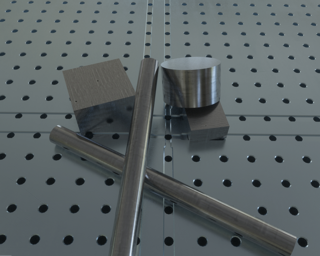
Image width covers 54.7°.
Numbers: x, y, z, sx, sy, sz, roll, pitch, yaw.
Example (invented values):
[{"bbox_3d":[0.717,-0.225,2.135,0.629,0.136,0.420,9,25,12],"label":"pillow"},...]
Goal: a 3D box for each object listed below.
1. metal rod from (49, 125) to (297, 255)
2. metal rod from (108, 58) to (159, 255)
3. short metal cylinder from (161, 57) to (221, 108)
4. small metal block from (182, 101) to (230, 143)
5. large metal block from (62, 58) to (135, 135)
[{"bbox_3d":[-0.001,0.063,0.354,0.301,0.025,0.025,23,54,17],"label":"metal rod"},{"bbox_3d":[-0.028,0.044,0.337,0.025,0.025,0.299,4,60,3],"label":"metal rod"},{"bbox_3d":[0.043,-0.065,0.427,0.080,0.050,0.080,-3,24,2],"label":"short metal cylinder"},{"bbox_3d":[0.060,-0.011,0.417,0.050,0.025,0.050,-7,50,-6],"label":"small metal block"},{"bbox_3d":[-0.082,-0.044,0.428,0.081,0.050,0.080,-16,52,-14],"label":"large metal block"}]
